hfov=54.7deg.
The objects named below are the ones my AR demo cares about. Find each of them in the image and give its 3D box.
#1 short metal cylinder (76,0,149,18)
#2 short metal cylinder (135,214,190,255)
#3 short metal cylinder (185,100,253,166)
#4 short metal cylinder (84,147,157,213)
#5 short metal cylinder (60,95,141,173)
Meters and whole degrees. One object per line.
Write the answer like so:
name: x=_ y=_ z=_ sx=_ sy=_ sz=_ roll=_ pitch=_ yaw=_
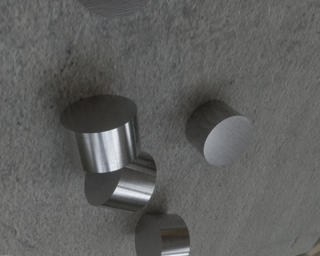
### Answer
short metal cylinder: x=-0.048 y=-0.144 z=0.276 sx=0.081 sy=0.050 sz=0.079 roll=-14 pitch=125 yaw=-21
short metal cylinder: x=0.002 y=0.176 z=0.483 sx=0.050 sy=0.080 sz=0.079 roll=8 pitch=114 yaw=-32
short metal cylinder: x=0.084 y=0.007 z=0.443 sx=0.081 sy=0.050 sz=0.079 roll=-14 pitch=125 yaw=-21
short metal cylinder: x=-0.050 y=0.060 z=0.383 sx=0.050 sy=0.080 sz=0.080 roll=24 pitch=105 yaw=-37
short metal cylinder: x=-0.063 y=0.004 z=0.340 sx=0.081 sy=0.080 sz=0.050 roll=-17 pitch=125 yaw=-19
